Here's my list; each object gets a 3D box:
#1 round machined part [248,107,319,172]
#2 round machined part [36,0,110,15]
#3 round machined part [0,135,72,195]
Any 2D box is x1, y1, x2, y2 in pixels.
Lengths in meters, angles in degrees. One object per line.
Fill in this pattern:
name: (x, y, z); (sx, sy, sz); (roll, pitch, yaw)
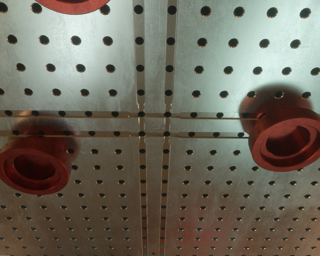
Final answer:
round machined part: (0.167, 0.011, 0.412); (0.099, 0.042, 0.097); (-1, 130, 0)
round machined part: (-0.078, -0.154, 0.268); (0.099, 0.042, 0.097); (-1, 130, 0)
round machined part: (-0.175, 0.048, 0.439); (0.099, 0.042, 0.097); (-1, 130, 0)
